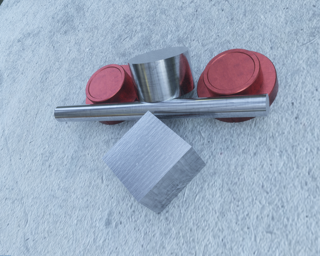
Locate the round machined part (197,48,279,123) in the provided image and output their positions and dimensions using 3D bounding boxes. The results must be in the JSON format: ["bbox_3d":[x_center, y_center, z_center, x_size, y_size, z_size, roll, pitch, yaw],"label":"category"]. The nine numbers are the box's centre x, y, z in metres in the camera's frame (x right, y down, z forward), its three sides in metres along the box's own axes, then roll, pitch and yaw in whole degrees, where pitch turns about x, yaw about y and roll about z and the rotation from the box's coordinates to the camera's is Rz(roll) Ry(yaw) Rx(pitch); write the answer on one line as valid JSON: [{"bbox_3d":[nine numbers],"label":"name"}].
[{"bbox_3d":[0.092,-0.058,0.382,0.098,0.042,0.098,-13,56,21],"label":"round machined part"}]

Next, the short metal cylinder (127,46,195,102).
[{"bbox_3d":[0.003,-0.072,0.408,0.080,0.050,0.080,-11,23,5],"label":"short metal cylinder"}]

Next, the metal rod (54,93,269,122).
[{"bbox_3d":[-0.018,-0.023,0.401,0.300,0.025,0.025,-1,61,27],"label":"metal rod"}]

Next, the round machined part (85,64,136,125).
[{"bbox_3d":[-0.072,-0.057,0.466,0.098,0.042,0.098,-13,56,21],"label":"round machined part"}]

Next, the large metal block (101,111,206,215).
[{"bbox_3d":[-0.008,0.039,0.366,0.080,0.050,0.080,-46,51,-4],"label":"large metal block"}]
